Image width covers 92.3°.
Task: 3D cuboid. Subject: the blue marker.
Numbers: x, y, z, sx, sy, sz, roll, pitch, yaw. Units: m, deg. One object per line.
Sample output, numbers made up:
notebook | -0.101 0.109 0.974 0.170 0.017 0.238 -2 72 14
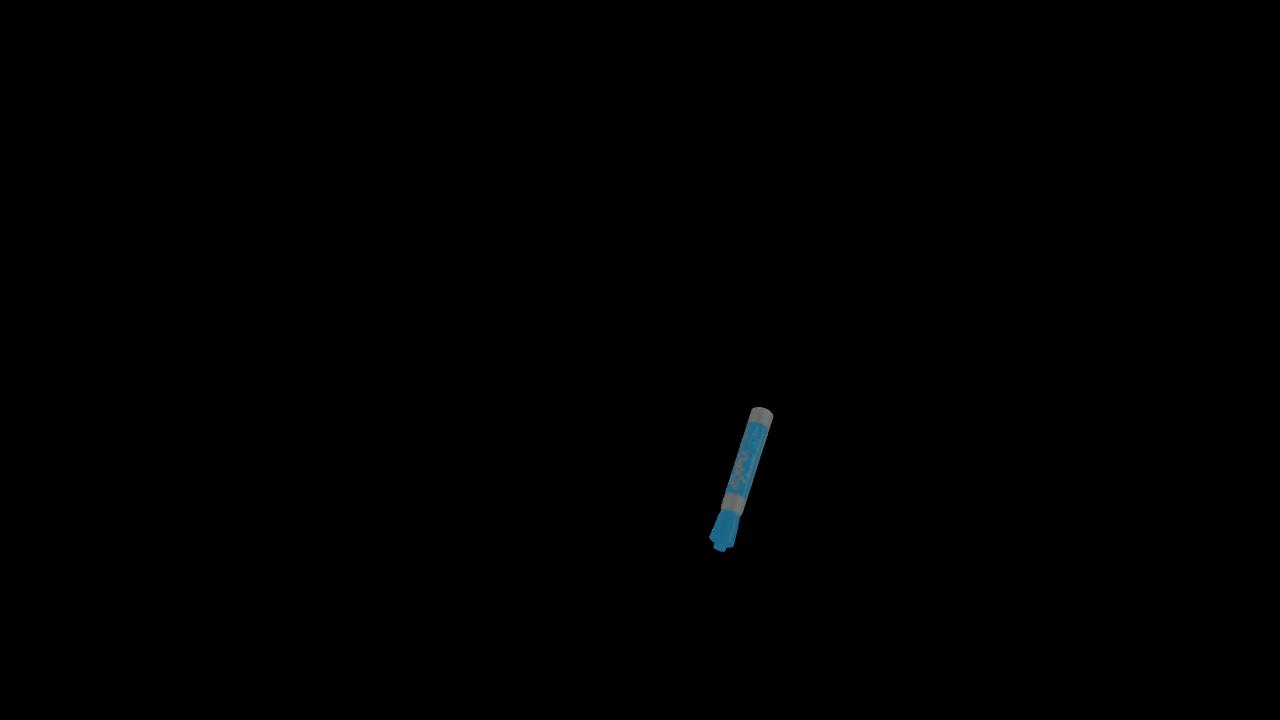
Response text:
blue marker | 0.079 0.091 0.478 0.020 0.121 0.020 18 -31 11
